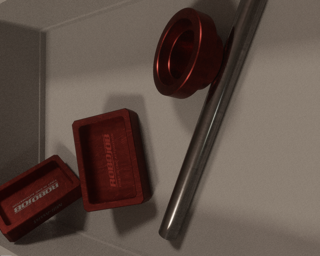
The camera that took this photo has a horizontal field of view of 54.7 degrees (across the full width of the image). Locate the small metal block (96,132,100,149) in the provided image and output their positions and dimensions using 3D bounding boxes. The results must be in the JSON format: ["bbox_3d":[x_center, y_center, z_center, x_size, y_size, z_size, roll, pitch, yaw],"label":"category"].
[{"bbox_3d":[-0.102,0.023,0.488,0.050,0.025,0.050,-6,86,39],"label":"small metal block"}]

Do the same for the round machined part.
[{"bbox_3d":[0.034,-0.080,0.351,0.098,0.042,0.098,-28,57,56],"label":"round machined part"}]

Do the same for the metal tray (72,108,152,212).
[{"bbox_3d":[-0.069,0.045,0.436,0.090,0.030,0.129,-13,81,16],"label":"metal tray"}]

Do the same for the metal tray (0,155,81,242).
[{"bbox_3d":[-0.203,0.109,0.505,0.090,0.131,0.030,38,148,34],"label":"metal tray"}]

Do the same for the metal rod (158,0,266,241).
[{"bbox_3d":[0.055,-0.001,0.360,0.025,0.025,0.298,28,108,36],"label":"metal rod"}]
